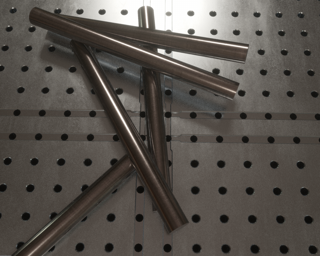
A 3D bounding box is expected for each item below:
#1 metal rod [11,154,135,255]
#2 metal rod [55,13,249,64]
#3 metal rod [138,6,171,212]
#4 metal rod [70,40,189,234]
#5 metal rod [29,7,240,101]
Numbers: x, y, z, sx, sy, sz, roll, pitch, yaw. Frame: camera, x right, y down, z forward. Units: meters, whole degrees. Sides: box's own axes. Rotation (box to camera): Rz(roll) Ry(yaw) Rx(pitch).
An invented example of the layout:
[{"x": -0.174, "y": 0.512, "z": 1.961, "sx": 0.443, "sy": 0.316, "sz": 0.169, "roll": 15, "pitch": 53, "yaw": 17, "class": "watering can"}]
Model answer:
[{"x": -0.144, "y": 0.139, "z": 0.358, "sx": 0.301, "sy": 0.025, "sz": 0.025, "roll": -42, "pitch": 76, "yaw": -14, "class": "metal rod"}, {"x": -0.031, "y": -0.129, "z": 0.433, "sx": 0.301, "sy": 0.025, "sz": 0.025, "roll": 14, "pitch": 70, "yaw": 14, "class": "metal rod"}, {"x": -0.009, "y": -0.040, "z": 0.426, "sx": 0.025, "sy": 0.025, "sz": 0.299, "roll": -4, "pitch": 70, "yaw": -2, "class": "metal rod"}, {"x": -0.050, "y": -0.008, "z": 0.397, "sx": 0.025, "sy": 0.025, "sz": 0.299, "roll": -27, "pitch": 66, "yaw": -10, "class": "metal rod"}, {"x": -0.040, "y": -0.103, "z": 0.421, "sx": 0.301, "sy": 0.025, "sz": 0.025, "roll": 22, "pitch": 72, "yaw": 8, "class": "metal rod"}]
